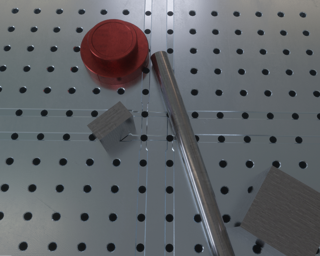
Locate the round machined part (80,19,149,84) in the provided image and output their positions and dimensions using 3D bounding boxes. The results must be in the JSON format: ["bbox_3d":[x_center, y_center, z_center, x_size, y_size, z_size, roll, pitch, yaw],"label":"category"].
[{"bbox_3d":[-0.066,-0.116,0.444,0.099,0.042,0.098,0,70,0],"label":"round machined part"}]

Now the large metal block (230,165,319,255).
[{"bbox_3d":[0.142,0.103,0.362,0.080,0.050,0.080,31,73,10],"label":"large metal block"}]

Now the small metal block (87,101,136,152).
[{"bbox_3d":[-0.061,-0.001,0.398,0.050,0.050,0.025,-39,75,-13],"label":"small metal block"}]

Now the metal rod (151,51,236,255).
[{"bbox_3d":[0.039,0.031,0.400,0.025,0.025,0.299,-15,71,-5],"label":"metal rod"}]
